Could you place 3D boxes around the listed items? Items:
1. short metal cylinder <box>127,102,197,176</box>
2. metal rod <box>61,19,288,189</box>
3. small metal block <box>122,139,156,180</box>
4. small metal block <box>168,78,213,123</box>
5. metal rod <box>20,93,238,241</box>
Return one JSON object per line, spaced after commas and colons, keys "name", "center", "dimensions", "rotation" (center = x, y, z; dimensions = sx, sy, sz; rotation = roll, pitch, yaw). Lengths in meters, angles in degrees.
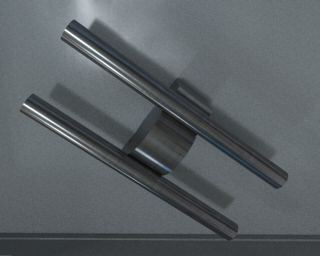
{"name": "short metal cylinder", "center": [0.003, 0.012, 0.385], "dimensions": [0.050, 0.080, 0.080], "rotation": [35, 106, -12]}
{"name": "metal rod", "center": [0.027, -0.018, 0.350], "dimensions": [0.301, 0.025, 0.025], "rotation": [34, 106, -12]}
{"name": "small metal block", "center": [-0.029, 0.047, 0.413], "dimensions": [0.050, 0.050, 0.025], "rotation": [35, 106, -12]}
{"name": "small metal block", "center": [0.035, -0.033, 0.384], "dimensions": [0.050, 0.050, 0.025], "rotation": [35, 106, -12]}
{"name": "metal rod", "center": [-0.027, 0.054, 0.377], "dimensions": [0.301, 0.025, 0.025], "rotation": [34, 106, -12]}
